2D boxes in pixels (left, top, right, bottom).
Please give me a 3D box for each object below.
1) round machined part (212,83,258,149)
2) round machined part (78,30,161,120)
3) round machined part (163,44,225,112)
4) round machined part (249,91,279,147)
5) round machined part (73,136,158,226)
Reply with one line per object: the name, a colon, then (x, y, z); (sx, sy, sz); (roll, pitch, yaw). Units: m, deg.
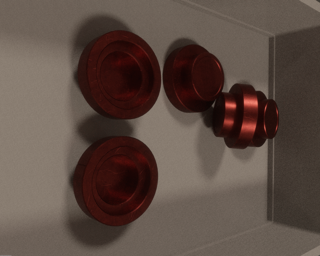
round machined part: (0.108, -0.018, 0.465); (0.042, 0.098, 0.097); (5, 86, -4)
round machined part: (-0.049, -0.058, 0.356); (0.099, 0.042, 0.097); (0, 90, -40)
round machined part: (0.055, -0.071, 0.444); (0.099, 0.042, 0.097); (0, 90, -40)
round machined part: (0.173, -0.015, 0.533); (0.099, 0.042, 0.097); (-2, 93, -50)
round machined part: (-0.053, 0.057, 0.353); (0.099, 0.042, 0.097); (0, 90, -40)
